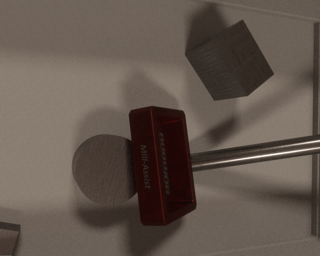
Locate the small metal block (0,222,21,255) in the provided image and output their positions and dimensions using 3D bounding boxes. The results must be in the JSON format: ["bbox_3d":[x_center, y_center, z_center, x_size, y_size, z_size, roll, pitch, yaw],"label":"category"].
[{"bbox_3d":[-0.189,0.131,0.341,0.050,0.025,0.050,17,84,-20],"label":"small metal block"}]

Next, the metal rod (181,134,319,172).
[{"bbox_3d":[0.179,0.026,0.411,0.302,0.025,0.025,-9,94,6],"label":"metal rod"}]

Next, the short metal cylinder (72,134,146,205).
[{"bbox_3d":[-0.063,0.048,0.375,0.081,0.050,0.079,0,90,-20],"label":"short metal cylinder"}]

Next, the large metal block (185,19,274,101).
[{"bbox_3d":[0.090,-0.086,0.416,0.050,0.080,0.080,-38,103,-16],"label":"large metal block"}]

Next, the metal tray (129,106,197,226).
[{"bbox_3d":[0.006,0.042,0.375,0.090,0.030,0.129,2,80,-61],"label":"metal tray"}]
